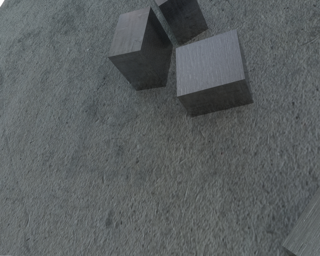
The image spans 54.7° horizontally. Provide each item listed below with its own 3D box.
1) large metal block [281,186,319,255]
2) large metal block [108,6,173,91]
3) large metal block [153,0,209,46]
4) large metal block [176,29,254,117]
[{"bbox_3d":[0.159,0.090,0.249,0.080,0.050,0.080,31,79,38],"label":"large metal block"},{"bbox_3d":[-0.024,-0.112,0.451,0.050,0.080,0.080,-5,60,26],"label":"large metal block"},{"bbox_3d":[0.024,-0.188,0.471,0.050,0.080,0.080,-30,52,9],"label":"large metal block"},{"bbox_3d":[0.068,-0.068,0.394,0.080,0.050,0.080,-13,56,21],"label":"large metal block"}]
